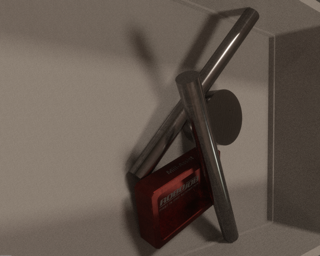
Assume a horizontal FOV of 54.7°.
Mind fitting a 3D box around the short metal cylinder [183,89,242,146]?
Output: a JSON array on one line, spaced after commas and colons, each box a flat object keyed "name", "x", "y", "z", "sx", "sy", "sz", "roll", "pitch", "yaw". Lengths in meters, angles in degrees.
[{"name": "short metal cylinder", "x": 0.076, "y": -0.015, "z": 0.457, "sx": 0.081, "sy": 0.050, "sz": 0.079, "roll": 0, "pitch": 90, "yaw": -41}]

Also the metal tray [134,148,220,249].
[{"name": "metal tray", "x": 0.029, "y": 0.087, "z": 0.413, "sx": 0.131, "sy": 0.030, "sz": 0.089, "roll": -26, "pitch": 124, "yaw": -37}]

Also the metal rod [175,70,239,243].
[{"name": "metal rod", "x": 0.070, "y": 0.060, "z": 0.403, "sx": 0.025, "sy": 0.025, "sz": 0.299, "roll": -47, "pitch": 134, "yaw": -30}]

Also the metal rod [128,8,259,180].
[{"name": "metal rod", "x": 0.055, "y": -0.055, "z": 0.427, "sx": 0.025, "sy": 0.025, "sz": 0.300, "roll": 46, "pitch": 71, "yaw": -31}]
